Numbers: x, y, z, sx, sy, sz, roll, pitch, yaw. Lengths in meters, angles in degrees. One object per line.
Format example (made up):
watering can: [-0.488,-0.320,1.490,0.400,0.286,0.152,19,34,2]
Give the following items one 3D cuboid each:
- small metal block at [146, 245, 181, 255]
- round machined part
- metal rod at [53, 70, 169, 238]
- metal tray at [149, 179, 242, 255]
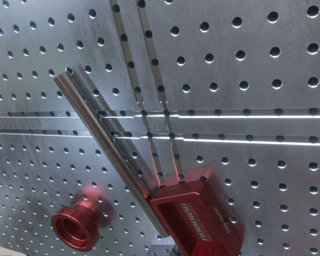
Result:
small metal block: [0.011,0.236,0.552,0.050,0.025,0.050,-14,111,34]
round machined part: [-0.158,0.189,0.601,0.098,0.042,0.097,13,124,21]
metal rod: [-0.064,0.048,0.474,0.025,0.025,0.299,-21,107,36]
metal tray: [0.054,0.144,0.468,0.090,0.030,0.130,-20,108,35]
